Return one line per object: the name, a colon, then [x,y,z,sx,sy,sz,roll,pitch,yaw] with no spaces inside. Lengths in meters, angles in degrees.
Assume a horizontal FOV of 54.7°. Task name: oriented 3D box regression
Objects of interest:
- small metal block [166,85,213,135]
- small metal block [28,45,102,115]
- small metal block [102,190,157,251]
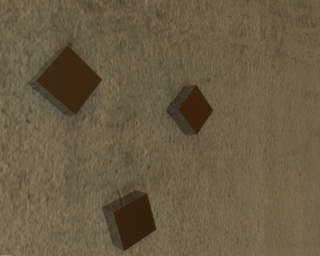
small metal block: [0.043,-0.026,0.443,0.050,0.025,0.050,52,60,-28]
small metal block: [-0.098,-0.049,0.324,0.050,0.025,0.050,46,62,-31]
small metal block: [-0.036,0.111,0.376,0.050,0.025,0.050,-22,104,-38]
